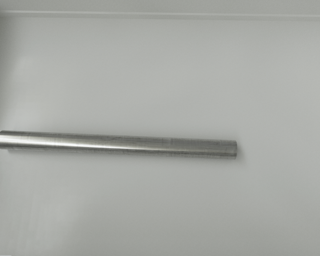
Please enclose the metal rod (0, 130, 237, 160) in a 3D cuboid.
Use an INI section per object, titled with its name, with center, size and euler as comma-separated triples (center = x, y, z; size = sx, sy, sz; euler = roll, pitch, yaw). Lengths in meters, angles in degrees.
[metal rod]
center = -0.054, 0.022, 0.401
size = 0.302, 0.025, 0.025
euler = 2, 70, 1
